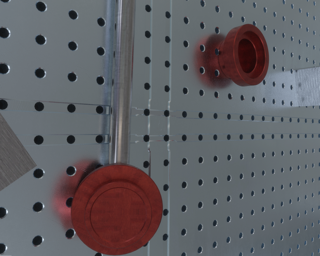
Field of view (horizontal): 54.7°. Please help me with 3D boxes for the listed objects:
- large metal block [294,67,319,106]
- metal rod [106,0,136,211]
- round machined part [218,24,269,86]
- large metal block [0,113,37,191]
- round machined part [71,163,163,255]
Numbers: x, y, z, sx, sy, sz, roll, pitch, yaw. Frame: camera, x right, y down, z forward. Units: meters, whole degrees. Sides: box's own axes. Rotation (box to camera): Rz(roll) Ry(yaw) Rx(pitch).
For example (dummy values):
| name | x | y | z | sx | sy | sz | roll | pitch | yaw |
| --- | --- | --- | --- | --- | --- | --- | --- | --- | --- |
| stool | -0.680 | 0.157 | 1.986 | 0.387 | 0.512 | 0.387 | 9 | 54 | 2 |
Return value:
| name | x | y | z | sx | sy | sz | roll | pitch | yaw |
| --- | --- | --- | --- | --- | --- | --- | --- | --- | --- |
| large metal block | 0.342 | -0.091 | 0.660 | 0.050 | 0.080 | 0.079 | -17 | 101 | -39 |
| metal rod | -0.046 | -0.047 | 0.370 | 0.025 | 0.025 | 0.298 | 4 | 88 | -40 |
| round machined part | 0.134 | -0.117 | 0.511 | 0.099 | 0.042 | 0.097 | 0 | 90 | -40 |
| large metal block | -0.166 | 0.021 | 0.254 | 0.080 | 0.050 | 0.080 | -40 | 115 | -33 |
| round machined part | -0.045 | 0.088 | 0.333 | 0.099 | 0.042 | 0.097 | 0 | 89 | -10 |
